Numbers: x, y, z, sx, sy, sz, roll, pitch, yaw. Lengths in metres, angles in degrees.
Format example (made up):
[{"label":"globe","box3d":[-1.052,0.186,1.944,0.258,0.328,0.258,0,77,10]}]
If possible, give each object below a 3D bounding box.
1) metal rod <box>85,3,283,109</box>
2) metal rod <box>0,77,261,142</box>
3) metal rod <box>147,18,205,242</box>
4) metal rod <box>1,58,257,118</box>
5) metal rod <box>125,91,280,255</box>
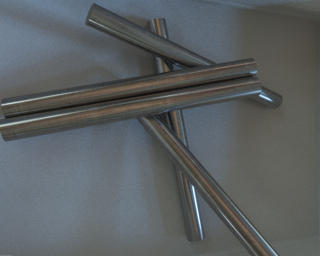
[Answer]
[{"label":"metal rod","box3d":[0.051,-0.083,0.407,0.302,0.025,0.025,18,84,-27]},{"label":"metal rod","box3d":[-0.024,-0.025,0.365,0.302,0.025,0.025,-11,94,-11]},{"label":"metal rod","box3d":[0.022,0.006,0.418,0.025,0.025,0.298,-12,94,-20]},{"label":"metal rod","box3d":[-0.027,-0.049,0.373,0.302,0.025,0.025,-11,94,-10]},{"label":"metal rod","box3d":[0.054,0.068,0.368,0.025,0.025,0.300,-37,78,-16]}]
